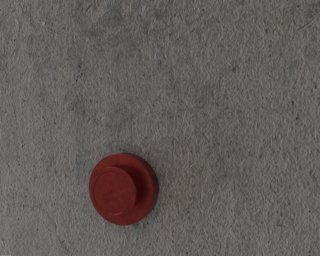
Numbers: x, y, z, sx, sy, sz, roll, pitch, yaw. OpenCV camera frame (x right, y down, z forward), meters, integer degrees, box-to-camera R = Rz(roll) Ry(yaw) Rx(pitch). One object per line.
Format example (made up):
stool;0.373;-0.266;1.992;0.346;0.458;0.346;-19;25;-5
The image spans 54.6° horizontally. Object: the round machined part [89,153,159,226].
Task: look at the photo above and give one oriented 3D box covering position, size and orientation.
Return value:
round machined part;-0.055;0.084;0.420;0.098;0.042;0.097;0;90;20
